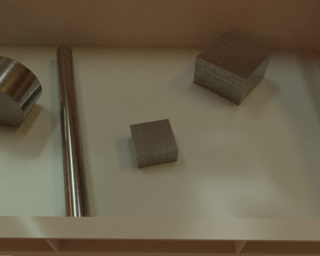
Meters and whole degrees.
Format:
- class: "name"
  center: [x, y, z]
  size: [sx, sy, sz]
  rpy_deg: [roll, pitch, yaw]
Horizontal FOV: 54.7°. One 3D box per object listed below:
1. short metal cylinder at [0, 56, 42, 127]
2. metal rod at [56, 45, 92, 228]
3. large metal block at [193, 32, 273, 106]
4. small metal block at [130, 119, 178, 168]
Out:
- class: "short metal cylinder"
  center: [-0.205, -0.046, 0.406]
  size: [0.080, 0.080, 0.050]
  rpy_deg: [9, 51, 7]
- class: "metal rod"
  center: [-0.120, -0.013, 0.414]
  size: [0.025, 0.025, 0.300]
  rpy_deg: [-11, 51, -9]
- class: "large metal block"
  center: [0.108, -0.091, 0.467]
  size: [0.080, 0.050, 0.080]
  rpy_deg: [31, 56, 23]
- class: "small metal block"
  center: [-0.008, 0.019, 0.389]
  size: [0.050, 0.025, 0.050]
  rpy_deg: [-9, 51, -8]
